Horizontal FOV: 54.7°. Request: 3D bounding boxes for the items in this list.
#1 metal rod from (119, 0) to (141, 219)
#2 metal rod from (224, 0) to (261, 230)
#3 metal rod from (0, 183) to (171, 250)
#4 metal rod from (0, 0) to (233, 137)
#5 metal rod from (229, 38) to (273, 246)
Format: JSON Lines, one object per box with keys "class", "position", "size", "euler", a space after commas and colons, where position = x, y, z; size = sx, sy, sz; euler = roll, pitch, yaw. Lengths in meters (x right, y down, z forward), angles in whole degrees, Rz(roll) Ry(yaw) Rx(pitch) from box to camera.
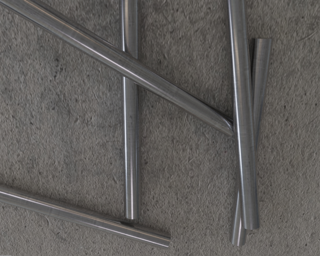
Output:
{"class": "metal rod", "position": [-0.037, -0.013, 0.404], "size": [0.025, 0.025, 0.298], "euler": [1, 110, -1]}
{"class": "metal rod", "position": [0.103, -0.014, 0.385], "size": [0.025, 0.025, 0.298], "euler": [-7, 103, 2]}
{"class": "metal rod", "position": [-0.129, 0.125, 0.454], "size": [0.302, 0.025, 0.025], "euler": [19, 109, -7]}
{"class": "metal rod", "position": [-0.029, -0.066, 0.358], "size": [0.301, 0.025, 0.025], "euler": [28, 108, -21]}
{"class": "metal rod", "position": [0.121, 0.032, 0.422], "size": [0.025, 0.025, 0.298], "euler": [1, 110, 0]}
